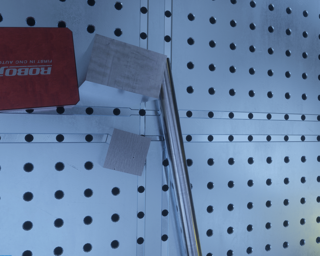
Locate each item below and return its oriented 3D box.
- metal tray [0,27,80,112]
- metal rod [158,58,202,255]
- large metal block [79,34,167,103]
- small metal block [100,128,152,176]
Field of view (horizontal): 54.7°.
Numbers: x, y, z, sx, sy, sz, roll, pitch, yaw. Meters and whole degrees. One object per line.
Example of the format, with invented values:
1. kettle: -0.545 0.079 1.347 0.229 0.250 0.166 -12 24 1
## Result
1. metal tray: -0.163 -0.065 0.350 0.131 0.030 0.089 -6 92 -20
2. metal rod: 0.025 0.056 0.423 0.025 0.025 0.298 -11 94 -20
3. large metal block: -0.048 -0.065 0.366 0.081 0.080 0.050 12 86 -20
4. small metal block: -0.044 0.031 0.397 0.050 0.025 0.050 17 84 -20
